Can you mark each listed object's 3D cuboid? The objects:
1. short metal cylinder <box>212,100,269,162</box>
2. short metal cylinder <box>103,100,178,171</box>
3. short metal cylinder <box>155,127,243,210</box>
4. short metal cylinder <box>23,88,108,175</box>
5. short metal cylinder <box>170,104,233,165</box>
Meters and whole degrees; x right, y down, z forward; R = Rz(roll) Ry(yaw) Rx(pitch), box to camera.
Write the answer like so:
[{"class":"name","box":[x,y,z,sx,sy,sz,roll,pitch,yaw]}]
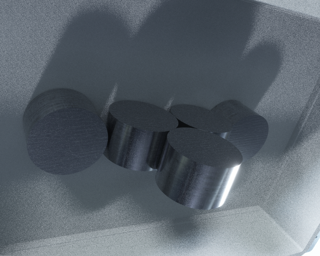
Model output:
[{"class":"short metal cylinder","box":[0.109,0.005,0.453,0.081,0.050,0.079,-14,124,-21]},{"class":"short metal cylinder","box":[-0.024,0.007,0.361,0.081,0.080,0.050,2,118,-29]},{"class":"short metal cylinder","box":[0.040,0.040,0.329,0.081,0.080,0.050,2,118,-29]},{"class":"short metal cylinder","box":[-0.103,0.004,0.336,0.081,0.050,0.079,-14,124,-21]},{"class":"short metal cylinder","box":[0.046,0.009,0.401,0.081,0.080,0.050,2,118,-29]}]
